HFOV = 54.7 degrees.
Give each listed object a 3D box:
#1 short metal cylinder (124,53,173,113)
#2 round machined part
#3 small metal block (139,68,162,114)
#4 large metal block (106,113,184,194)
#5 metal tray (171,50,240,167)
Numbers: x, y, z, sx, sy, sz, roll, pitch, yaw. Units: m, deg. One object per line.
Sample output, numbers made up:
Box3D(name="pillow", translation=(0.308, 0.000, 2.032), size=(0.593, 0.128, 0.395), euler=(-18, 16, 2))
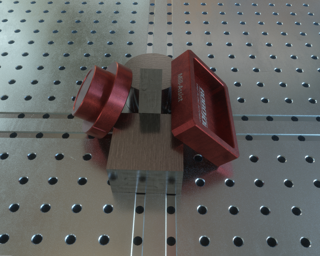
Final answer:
Box3D(name="short metal cylinder", translation=(-0.011, -0.062, 0.442), size=(0.080, 0.050, 0.080), euler=(0, 50, 0))
Box3D(name="round machined part", translation=(-0.077, -0.039, 0.387), size=(0.042, 0.098, 0.098), euler=(24, 45, -24))
Box3D(name="small metal block", translation=(-0.012, -0.043, 0.372), size=(0.025, 0.050, 0.050), euler=(2, 92, -2))
Box3D(name="large metal block", translation=(-0.014, 0.029, 0.366), size=(0.080, 0.050, 0.080), euler=(2, 50, 1))
Box3D(name="metal tray", translation=(0.055, -0.027, 0.390), size=(0.030, 0.090, 0.130), euler=(-30, 40, 32))
